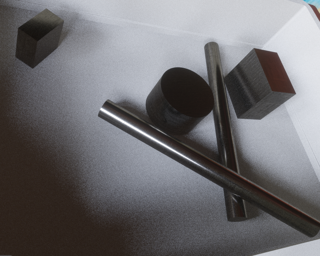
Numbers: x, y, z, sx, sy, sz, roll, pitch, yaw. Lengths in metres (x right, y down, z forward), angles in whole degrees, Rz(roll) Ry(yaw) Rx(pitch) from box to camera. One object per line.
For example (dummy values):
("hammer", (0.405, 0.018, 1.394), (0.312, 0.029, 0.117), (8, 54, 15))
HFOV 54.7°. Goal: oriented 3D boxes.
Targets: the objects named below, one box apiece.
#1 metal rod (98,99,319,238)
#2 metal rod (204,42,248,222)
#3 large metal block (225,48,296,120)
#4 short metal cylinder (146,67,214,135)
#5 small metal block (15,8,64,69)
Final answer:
("metal rod", (0.060, 0.050, 0.384), (0.301, 0.025, 0.025), (30, 51, 0))
("metal rod", (0.094, -0.013, 0.466), (0.025, 0.025, 0.299), (12, 57, -22))
("large metal block", (0.157, -0.068, 0.499), (0.050, 0.080, 0.080), (2, 61, -28))
("short metal cylinder", (0.027, -0.037, 0.428), (0.081, 0.050, 0.080), (14, 56, -21))
("small metal block", (-0.147, -0.109, 0.377), (0.025, 0.050, 0.050), (35, 51, -6))
